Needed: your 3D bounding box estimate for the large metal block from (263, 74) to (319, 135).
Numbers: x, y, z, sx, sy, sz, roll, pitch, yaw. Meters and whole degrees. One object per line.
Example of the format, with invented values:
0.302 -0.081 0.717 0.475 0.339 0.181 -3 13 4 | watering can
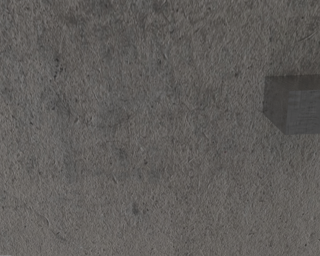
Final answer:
0.177 -0.031 0.370 0.080 0.080 0.050 -3 110 1 | large metal block
